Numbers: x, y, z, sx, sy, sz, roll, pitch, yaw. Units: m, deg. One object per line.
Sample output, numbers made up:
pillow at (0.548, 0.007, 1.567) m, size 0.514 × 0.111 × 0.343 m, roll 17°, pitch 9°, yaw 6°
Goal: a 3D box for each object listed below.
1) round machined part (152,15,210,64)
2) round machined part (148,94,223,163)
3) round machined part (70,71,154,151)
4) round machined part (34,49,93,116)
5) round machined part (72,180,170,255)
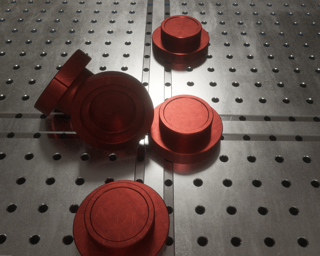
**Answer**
round machined part at (0.036, -0.156, 0.529) m, size 0.099 × 0.042 × 0.098 m, roll 0°, pitch 50°, yaw 0°
round machined part at (0.032, -0.006, 0.402) m, size 0.099 × 0.042 × 0.098 m, roll 0°, pitch 50°, yaw 0°
round machined part at (-0.059, -0.024, 0.386) m, size 0.099 × 0.097 × 0.042 m, roll -9°, pitch 26°, yaw -8°
round machined part at (-0.121, -0.055, 0.417) m, size 0.042 × 0.098 × 0.098 m, roll 37°, pitch 51°, yaw -16°
round machined part at (-0.039, 0.095, 0.316) m, size 0.099 × 0.042 × 0.098 m, roll 0°, pitch 50°, yaw 0°
